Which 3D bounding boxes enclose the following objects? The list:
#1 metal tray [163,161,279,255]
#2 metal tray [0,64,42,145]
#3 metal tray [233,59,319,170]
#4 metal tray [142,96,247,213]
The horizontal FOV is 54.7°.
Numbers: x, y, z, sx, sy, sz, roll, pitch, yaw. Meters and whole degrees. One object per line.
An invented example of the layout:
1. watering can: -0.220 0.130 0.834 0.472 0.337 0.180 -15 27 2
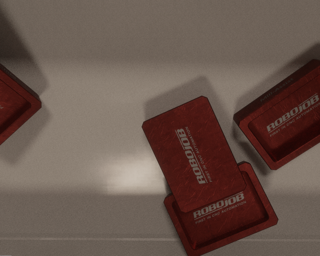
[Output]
1. metal tray: 0.082 0.112 0.431 0.130 0.030 0.090 -26 83 8
2. metal tray: -0.216 -0.041 0.351 0.090 0.030 0.130 -44 130 -3
3. metal tray: 0.176 -0.015 0.405 0.130 0.030 0.090 -36 107 12
4. metal tray: 0.044 0.033 0.403 0.090 0.030 0.129 -24 93 8
